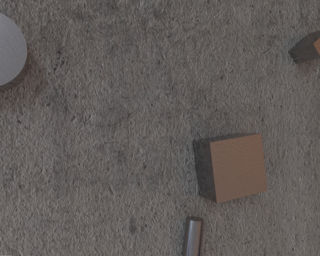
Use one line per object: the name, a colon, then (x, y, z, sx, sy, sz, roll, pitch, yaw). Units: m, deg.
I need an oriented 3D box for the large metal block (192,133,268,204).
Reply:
large metal block: (0.097, 0.052, 0.433, 0.081, 0.050, 0.079, -8, 93, -20)

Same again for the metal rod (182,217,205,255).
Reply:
metal rod: (0.033, 0.274, 0.422, 0.025, 0.025, 0.298, 7, 88, -20)

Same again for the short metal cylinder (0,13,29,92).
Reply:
short metal cylinder: (-0.183, -0.079, 0.328, 0.081, 0.050, 0.079, 0, 90, -20)

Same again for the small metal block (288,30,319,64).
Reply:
small metal block: (0.242, -0.130, 0.487, 0.050, 0.050, 0.025, -40, 103, -16)
